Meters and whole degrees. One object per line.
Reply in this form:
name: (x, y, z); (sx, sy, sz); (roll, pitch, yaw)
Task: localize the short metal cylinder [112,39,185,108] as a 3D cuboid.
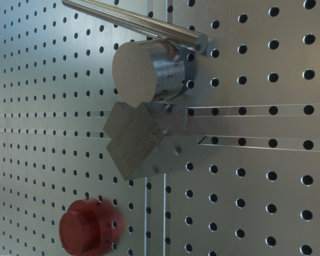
short metal cylinder: (-0.016, -0.070, 0.393); (0.080, 0.050, 0.079); (19, 119, 40)

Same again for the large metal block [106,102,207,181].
large metal block: (-0.004, 0.016, 0.377); (0.080, 0.081, 0.050); (-49, 61, 29)

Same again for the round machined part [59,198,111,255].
round machined part: (-0.127, 0.167, 0.504); (0.098, 0.042, 0.097); (0, 90, 40)

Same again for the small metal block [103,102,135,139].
small metal block: (-0.051, -0.003, 0.452); (0.050, 0.025, 0.050); (43, 116, 31)

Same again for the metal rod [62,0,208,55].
metal rod: (-0.056, -0.162, 0.455); (0.300, 0.025, 0.025); (31, 109, 35)
